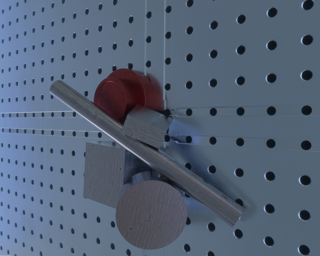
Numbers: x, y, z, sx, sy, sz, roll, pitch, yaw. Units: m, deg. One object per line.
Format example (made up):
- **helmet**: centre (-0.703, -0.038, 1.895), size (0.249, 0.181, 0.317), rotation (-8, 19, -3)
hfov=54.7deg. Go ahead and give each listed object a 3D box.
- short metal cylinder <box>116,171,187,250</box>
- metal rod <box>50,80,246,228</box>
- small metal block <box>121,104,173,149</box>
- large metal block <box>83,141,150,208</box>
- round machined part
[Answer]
- **short metal cylinder**: centre (-0.011, 0.096, 0.373), size (0.081, 0.050, 0.079), rotation (0, 94, -5)
- **metal rod**: centre (-0.031, 0.020, 0.390), size (0.300, 0.025, 0.025), rotation (34, 111, 21)
- **small metal block**: centre (-0.015, -0.004, 0.391), size (0.050, 0.050, 0.025), rotation (23, 111, 2)
- **large metal block**: centre (-0.061, 0.063, 0.438), size (0.080, 0.050, 0.079), rotation (6, 94, 39)
- **round machined part**: centre (-0.057, -0.037, 0.443), size (0.098, 0.042, 0.097), rotation (0, 90, 39)
